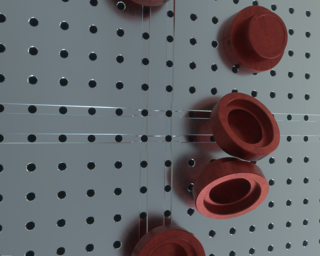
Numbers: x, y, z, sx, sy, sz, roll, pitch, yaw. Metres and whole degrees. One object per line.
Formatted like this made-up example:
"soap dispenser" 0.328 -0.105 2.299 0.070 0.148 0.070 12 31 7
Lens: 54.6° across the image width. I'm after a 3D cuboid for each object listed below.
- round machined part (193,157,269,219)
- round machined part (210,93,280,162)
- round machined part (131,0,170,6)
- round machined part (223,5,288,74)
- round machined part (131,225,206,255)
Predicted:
"round machined part" 0.091 0.077 0.420 0.099 0.042 0.097 -5 130 -6
"round machined part" 0.112 0.002 0.430 0.099 0.042 0.098 13 55 -19
"round machined part" -0.017 -0.204 0.397 0.099 0.042 0.097 0 90 -20
"round machined part" 0.147 -0.132 0.457 0.099 0.042 0.097 0 90 -20
"round machined part" 0.007 0.175 0.406 0.099 0.042 0.097 0 90 -20
